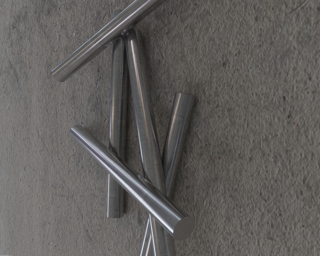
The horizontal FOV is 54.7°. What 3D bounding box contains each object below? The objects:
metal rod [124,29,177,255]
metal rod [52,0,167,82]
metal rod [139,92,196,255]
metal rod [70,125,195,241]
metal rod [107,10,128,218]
[{"bbox_3d":[-0.016,0.008,0.392,0.025,0.025,0.299,-23,68,38],"label":"metal rod"},{"bbox_3d":[-0.041,-0.147,0.412,0.299,0.025,0.025,-29,72,27],"label":"metal rod"},{"bbox_3d":[0.000,0.101,0.404,0.025,0.025,0.298,20,103,38],"label":"metal rod"},{"bbox_3d":[-0.059,0.050,0.403,0.300,0.025,0.025,28,108,52],"label":"metal rod"},{"bbox_3d":[-0.061,-0.019,0.455,0.025,0.025,0.298,3,92,40],"label":"metal rod"}]
